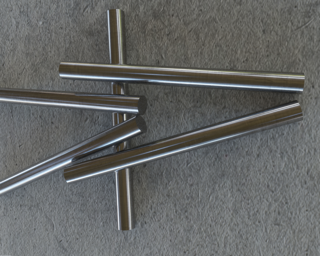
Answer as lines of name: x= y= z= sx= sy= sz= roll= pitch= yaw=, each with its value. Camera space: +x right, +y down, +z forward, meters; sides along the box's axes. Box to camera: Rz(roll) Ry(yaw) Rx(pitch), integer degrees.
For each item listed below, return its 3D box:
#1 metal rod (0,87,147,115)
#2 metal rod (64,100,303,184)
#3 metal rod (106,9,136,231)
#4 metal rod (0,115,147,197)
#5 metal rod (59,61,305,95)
metal rod: x=-0.158 y=-0.042 z=0.449 sx=0.301 sy=0.025 sz=0.025 roll=6 pitch=92 yaw=25
metal rod: x=0.018 y=0.022 z=0.386 sx=0.301 sy=0.025 sz=0.025 roll=-17 pitch=85 yaw=12
metal rod: x=-0.054 y=-0.012 z=0.428 sx=0.025 sy=0.025 sz=0.298 roll=-3 pitch=89 yaw=19
metal rod: x=-0.149 y=0.050 z=0.446 sx=0.300 sy=0.025 sz=0.025 roll=-24 pitch=82 yaw=23
metal rod: x=0.016 y=-0.065 z=0.387 sx=0.301 sy=0.025 sz=0.025 roll=5 pitch=92 yaw=13
